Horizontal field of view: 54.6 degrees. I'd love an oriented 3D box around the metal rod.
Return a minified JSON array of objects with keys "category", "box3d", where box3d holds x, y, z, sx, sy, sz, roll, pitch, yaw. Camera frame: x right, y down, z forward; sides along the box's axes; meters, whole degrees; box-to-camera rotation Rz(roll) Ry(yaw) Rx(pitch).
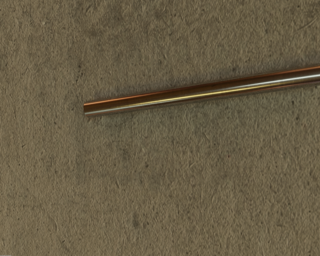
[{"category":"metal rod","box3d":[0.038,-0.043,0.395,0.301,0.025,0.025,-7,88,19]}]
